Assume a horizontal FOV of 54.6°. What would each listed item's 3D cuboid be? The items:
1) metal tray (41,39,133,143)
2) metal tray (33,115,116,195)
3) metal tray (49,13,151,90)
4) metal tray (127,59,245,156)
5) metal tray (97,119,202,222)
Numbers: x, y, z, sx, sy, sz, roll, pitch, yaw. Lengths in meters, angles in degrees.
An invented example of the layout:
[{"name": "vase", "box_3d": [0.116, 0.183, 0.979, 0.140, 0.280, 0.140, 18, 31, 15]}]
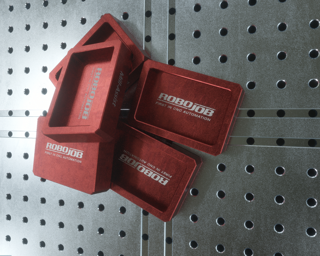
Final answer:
[{"name": "metal tray", "box_3d": [-0.091, -0.047, 0.397, 0.090, 0.030, 0.130, -2, 65, 27]}, {"name": "metal tray", "box_3d": [-0.124, 0.033, 0.436, 0.130, 0.030, 0.090, 8, 94, 34]}, {"name": "metal tray", "box_3d": [-0.086, -0.083, 0.440, 0.130, 0.030, 0.090, -41, 76, 15]}, {"name": "metal tray", "box_3d": [0.031, -0.028, 0.398, 0.130, 0.030, 0.090, 19, 97, 18]}, {"name": "metal tray", "box_3d": [-0.022, 0.053, 0.417, 0.130, 0.030, 0.090, 27, 99, 18]}]
